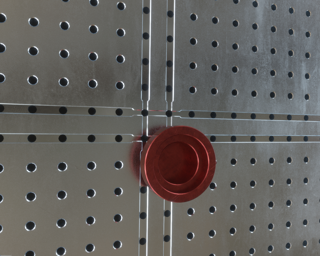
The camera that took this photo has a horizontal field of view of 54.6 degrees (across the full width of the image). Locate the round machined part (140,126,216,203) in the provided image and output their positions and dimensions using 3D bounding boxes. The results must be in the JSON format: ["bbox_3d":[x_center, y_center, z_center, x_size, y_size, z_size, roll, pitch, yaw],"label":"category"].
[{"bbox_3d":[0.021,0.045,0.411,0.099,0.042,0.097,0,90,-20],"label":"round machined part"}]
